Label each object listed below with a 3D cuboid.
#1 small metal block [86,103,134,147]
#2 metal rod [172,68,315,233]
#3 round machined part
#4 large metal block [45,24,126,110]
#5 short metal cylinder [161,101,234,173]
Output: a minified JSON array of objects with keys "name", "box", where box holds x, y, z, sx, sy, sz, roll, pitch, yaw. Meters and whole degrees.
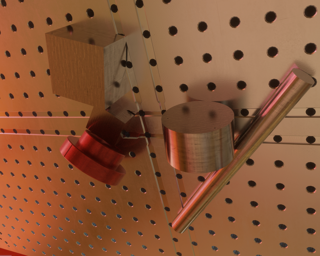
[{"name":"small metal block","box":[-0.072,-0.009,0.442,0.050,0.025,0.050,34,129,5]},{"name":"metal rod","box":[0.086,0.052,0.397,0.025,0.025,0.298,33,129,6]},{"name":"round machined part","box":[-0.089,0.038,0.445,0.098,0.098,0.042,34,90,5]},{"name":"large metal block","box":[-0.091,-0.079,0.393,0.080,0.050,0.079,17,125,17]},{"name":"short metal cylinder","box":[0.044,0.008,0.356,0.080,0.080,0.050,7,121,24]}]
